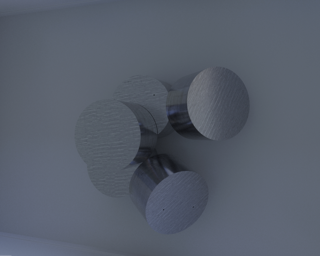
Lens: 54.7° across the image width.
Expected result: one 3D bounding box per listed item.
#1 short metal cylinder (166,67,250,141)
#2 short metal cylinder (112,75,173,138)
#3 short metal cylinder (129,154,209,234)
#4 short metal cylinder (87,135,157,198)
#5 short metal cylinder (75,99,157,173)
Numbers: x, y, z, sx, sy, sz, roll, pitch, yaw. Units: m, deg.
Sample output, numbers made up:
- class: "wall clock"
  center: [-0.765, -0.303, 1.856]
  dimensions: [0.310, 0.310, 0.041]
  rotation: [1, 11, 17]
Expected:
- class: "short metal cylinder"
  center: [0.054, -0.026, 0.354]
  dimensions: [0.081, 0.050, 0.079]
  rotation: [1, 89, -25]
- class: "short metal cylinder"
  center: [-0.016, -0.025, 0.400]
  dimensions: [0.080, 0.050, 0.079]
  rotation: [0, 90, 19]
- class: "short metal cylinder"
  center: [0.010, 0.077, 0.368]
  dimensions: [0.050, 0.081, 0.080]
  rotation: [35, 105, 58]
- class: "short metal cylinder"
  center: [-0.048, 0.047, 0.412]
  dimensions: [0.080, 0.050, 0.079]
  rotation: [0, 90, 19]
- class: "short metal cylinder"
  center: [-0.049, 0.008, 0.357]
  dimensions: [0.080, 0.050, 0.079]
  rotation: [0, 90, 19]
